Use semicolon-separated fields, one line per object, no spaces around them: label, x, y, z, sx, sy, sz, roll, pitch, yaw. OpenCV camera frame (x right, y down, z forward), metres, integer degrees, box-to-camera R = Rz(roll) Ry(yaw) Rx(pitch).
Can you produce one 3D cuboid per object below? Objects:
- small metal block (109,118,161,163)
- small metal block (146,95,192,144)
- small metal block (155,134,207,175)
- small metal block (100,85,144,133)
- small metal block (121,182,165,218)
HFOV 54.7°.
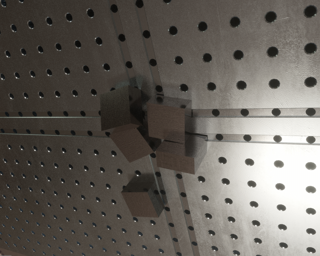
small metal block;-0.035;0.016;0.438;0.050;0.025;0.050;-26;104;37
small metal block;0.012;-0.012;0.396;0.050;0.025;0.050;11;123;22
small metal block;0.029;0.030;0.398;0.050;0.050;0.025;9;122;23
small metal block;-0.051;-0.023;0.406;0.050;0.025;0.050;-13;75;33
small metal block;-0.027;0.114;0.495;0.050;0.025;0.050;-8;115;31
